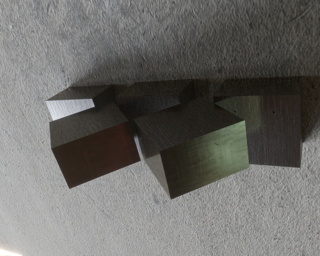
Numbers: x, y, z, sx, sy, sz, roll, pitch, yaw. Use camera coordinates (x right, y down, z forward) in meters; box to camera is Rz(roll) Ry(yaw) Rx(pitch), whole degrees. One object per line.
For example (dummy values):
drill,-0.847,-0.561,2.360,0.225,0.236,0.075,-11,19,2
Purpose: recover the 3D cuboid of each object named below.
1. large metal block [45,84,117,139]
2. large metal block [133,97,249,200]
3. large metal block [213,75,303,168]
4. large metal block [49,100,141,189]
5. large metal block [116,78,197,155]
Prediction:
large metal block,-0.100,-0.013,0.435,0.080,0.050,0.080,0,119,27
large metal block,0.028,0.014,0.304,0.080,0.081,0.050,-135,29,-61
large metal block,0.108,-0.008,0.331,0.080,0.050,0.079,2,119,27
large metal block,-0.077,0.014,0.356,0.081,0.080,0.050,-21,116,-13
large metal block,0.002,-0.013,0.382,0.080,0.050,0.079,1,119,27
